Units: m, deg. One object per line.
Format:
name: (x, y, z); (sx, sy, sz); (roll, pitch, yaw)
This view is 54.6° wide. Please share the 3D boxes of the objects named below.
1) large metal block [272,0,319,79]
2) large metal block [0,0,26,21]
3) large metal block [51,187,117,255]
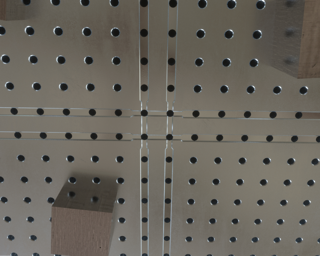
large metal block: (0.166, -0.104, 0.347); (0.050, 0.080, 0.080); (-3, 110, 1)
large metal block: (-0.196, -0.166, 0.337); (0.080, 0.050, 0.079); (10, 110, -4)
large metal block: (-0.109, 0.137, 0.450); (0.080, 0.050, 0.079); (7, 110, -3)
